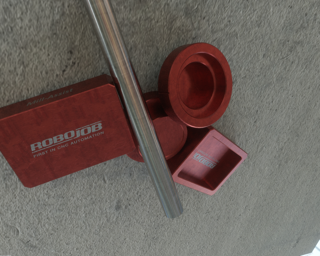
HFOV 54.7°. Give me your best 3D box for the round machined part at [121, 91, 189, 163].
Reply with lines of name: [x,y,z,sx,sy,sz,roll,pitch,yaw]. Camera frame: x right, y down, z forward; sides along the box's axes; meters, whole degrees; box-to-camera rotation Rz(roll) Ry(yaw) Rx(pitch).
round machined part: [-0.004,0.005,0.399,0.099,0.042,0.097,-14,124,-21]

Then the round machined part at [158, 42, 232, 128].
round machined part: [0.037,-0.051,0.373,0.099,0.042,0.097,-6,100,-34]

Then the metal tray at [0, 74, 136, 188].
metal tray: [-0.101,0.004,0.338,0.131,0.030,0.090,-20,124,-6]

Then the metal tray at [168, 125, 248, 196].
metal tray: [0.068,0.047,0.457,0.090,0.030,0.130,-51,139,8]

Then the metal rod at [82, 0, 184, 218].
metal rod: [-0.026,-0.022,0.337,0.025,0.025,0.298,-25,114,-13]
